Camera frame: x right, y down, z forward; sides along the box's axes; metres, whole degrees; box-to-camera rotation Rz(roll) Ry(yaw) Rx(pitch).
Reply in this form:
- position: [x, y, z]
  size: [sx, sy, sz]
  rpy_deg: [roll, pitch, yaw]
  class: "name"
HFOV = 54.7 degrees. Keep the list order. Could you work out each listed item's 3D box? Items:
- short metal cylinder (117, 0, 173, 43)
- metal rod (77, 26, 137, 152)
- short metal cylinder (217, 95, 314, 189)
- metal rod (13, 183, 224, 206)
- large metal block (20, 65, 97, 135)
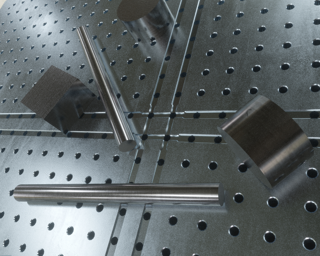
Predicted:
- position: [-0.025, -0.191, 0.523]
  size: [0.080, 0.050, 0.080]
  rpy_deg: [-13, 56, 21]
  class: "short metal cylinder"
- position: [-0.096, -0.081, 0.508]
  size: [0.025, 0.025, 0.300]
  rpy_deg: [-32, 52, 7]
  class: "metal rod"
- position: [0.103, 0.014, 0.310]
  size: [0.050, 0.080, 0.080]
  rpy_deg: [-40, 51, 2]
  class: "short metal cylinder"
- position: [-0.070, 0.083, 0.393]
  size: [0.300, 0.025, 0.025]
  rpy_deg: [-5, 59, 25]
  class: "metal rod"
- position: [-0.167, -0.048, 0.509]
  size: [0.080, 0.050, 0.080]
  rpy_deg: [28, 77, 37]
  class: "large metal block"
